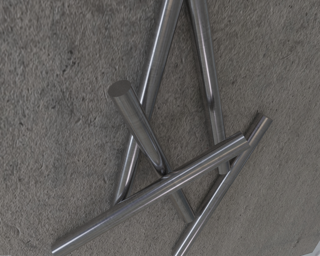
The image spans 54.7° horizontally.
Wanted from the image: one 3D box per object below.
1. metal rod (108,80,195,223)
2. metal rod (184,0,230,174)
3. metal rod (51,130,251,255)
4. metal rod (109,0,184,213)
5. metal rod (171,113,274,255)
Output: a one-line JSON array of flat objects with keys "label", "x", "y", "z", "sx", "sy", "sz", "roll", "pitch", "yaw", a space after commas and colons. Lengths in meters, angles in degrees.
[{"label": "metal rod", "x": 0.003, "y": 0.055, "z": 0.418, "sx": 0.025, "sy": 0.025, "sz": 0.299, "roll": -32, "pitch": 136, "yaw": -7}, {"label": "metal rod", "x": 0.067, "y": -0.048, "z": 0.413, "sx": 0.025, "sy": 0.025, "sz": 0.299, "roll": -26, "pitch": 128, "yaw": -12}, {"label": "metal rod", "x": -0.019, "y": 0.093, "z": 0.408, "sx": 0.300, "sy": 0.025, "sz": 0.025, "roll": -32, "pitch": 130, "yaw": 11}, {"label": "metal rod", "x": -0.024, "y": -0.009, "z": 0.387, "sx": 0.025, "sy": 0.025, "sz": 0.298, "roll": 2, "pitch": 118, "yaw": -29}, {"label": "metal rod", "x": 0.099, "y": 0.108, "z": 0.527, "sx": 0.025, "sy": 0.025, "sz": 0.298, "roll": 16, "pitch": 110, "yaw": -35}]
